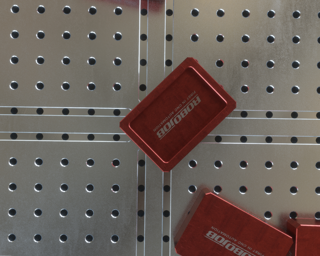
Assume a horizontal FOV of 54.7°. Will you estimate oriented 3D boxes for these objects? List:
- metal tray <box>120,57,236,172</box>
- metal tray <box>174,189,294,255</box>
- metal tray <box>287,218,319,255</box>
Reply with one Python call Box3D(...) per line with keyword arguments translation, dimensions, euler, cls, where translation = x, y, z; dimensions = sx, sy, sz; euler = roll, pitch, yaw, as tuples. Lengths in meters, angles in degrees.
Box3D(translation=(0.023, -0.017, 0.411), dimensions=(0.130, 0.030, 0.090), euler=(-44, 91, 0), cls="metal tray")
Box3D(translation=(0.096, 0.151, 0.412), dimensions=(0.130, 0.030, 0.090), euler=(29, 90, -1), cls="metal tray")
Box3D(translation=(0.219, 0.191, 0.414), dimensions=(0.091, 0.030, 0.129), euler=(3, 90, -1), cls="metal tray")
